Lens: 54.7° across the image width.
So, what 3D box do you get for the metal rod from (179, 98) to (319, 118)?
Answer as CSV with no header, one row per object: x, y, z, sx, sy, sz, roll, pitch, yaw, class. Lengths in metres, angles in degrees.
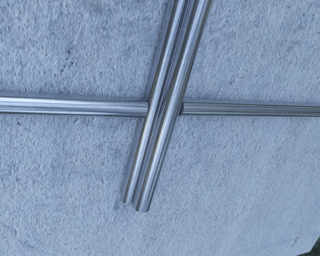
0.157,-0.029,0.479,0.303,0.025,0.025,-1,119,-29,metal rod

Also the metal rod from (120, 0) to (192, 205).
-0.009,-0.028,0.389,0.025,0.025,0.298,1,118,-29,metal rod

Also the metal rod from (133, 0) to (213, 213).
0.010,-0.019,0.377,0.025,0.025,0.298,1,118,-29,metal rod

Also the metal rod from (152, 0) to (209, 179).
0.011,-0.023,0.403,0.025,0.025,0.298,1,118,-29,metal rod

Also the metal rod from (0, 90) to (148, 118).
-0.153,-0.025,0.310,0.303,0.025,0.025,0,118,-29,metal rod
